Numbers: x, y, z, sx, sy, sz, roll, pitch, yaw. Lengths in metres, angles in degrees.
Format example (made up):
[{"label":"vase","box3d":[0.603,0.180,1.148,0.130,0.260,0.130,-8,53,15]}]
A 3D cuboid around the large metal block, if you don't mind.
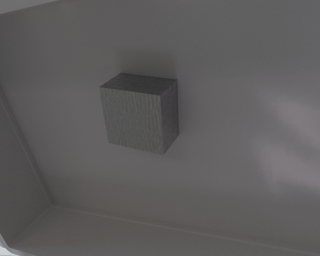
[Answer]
[{"label":"large metal block","box3d":[-0.024,-0.020,0.393,0.080,0.050,0.080,10,123,22]}]
